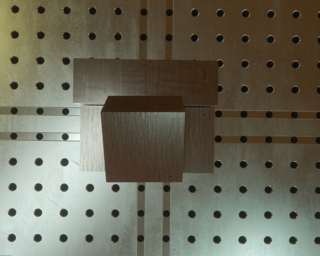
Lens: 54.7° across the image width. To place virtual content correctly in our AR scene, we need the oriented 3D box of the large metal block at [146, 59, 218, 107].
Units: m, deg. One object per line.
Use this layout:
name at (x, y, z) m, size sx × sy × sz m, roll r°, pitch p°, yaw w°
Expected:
large metal block at (0.024, -0.051, 0.385) m, size 0.081 × 0.080 × 0.050 m, roll 1°, pitch 90°, yaw -1°

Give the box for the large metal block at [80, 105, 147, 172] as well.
large metal block at (-0.056, 0.013, 0.398) m, size 0.081 × 0.050 × 0.079 m, roll 1°, pitch 90°, yaw -1°

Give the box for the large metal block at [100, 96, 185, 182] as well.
large metal block at (-0.017, 0.011, 0.334) m, size 0.081 × 0.050 × 0.079 m, roll 0°, pitch 114°, yaw -1°

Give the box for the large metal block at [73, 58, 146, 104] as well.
large metal block at (-0.056, -0.052, 0.384) m, size 0.081 × 0.080 × 0.050 m, roll 1°, pitch 90°, yaw -1°

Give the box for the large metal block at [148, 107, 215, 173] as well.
large metal block at (0.025, 0.014, 0.399) m, size 0.081 × 0.050 × 0.079 m, roll 1°, pitch 90°, yaw -1°
